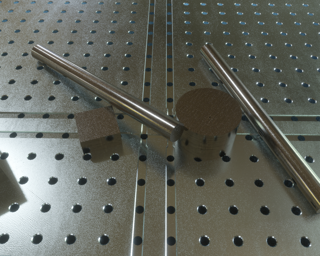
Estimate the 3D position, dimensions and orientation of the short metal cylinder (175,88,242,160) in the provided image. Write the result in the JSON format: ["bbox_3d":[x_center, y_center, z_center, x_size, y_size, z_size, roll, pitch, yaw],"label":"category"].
[{"bbox_3d":[0.059,-0.006,0.397,0.081,0.050,0.080,0,50,0],"label":"short metal cylinder"}]

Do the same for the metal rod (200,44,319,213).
[{"bbox_3d":[0.130,-0.022,0.426,0.025,0.025,0.300,-16,52,-13],"label":"metal rod"}]

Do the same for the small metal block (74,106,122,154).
[{"bbox_3d":[-0.081,0.001,0.406,0.050,0.025,0.050,-14,52,-11],"label":"small metal block"}]

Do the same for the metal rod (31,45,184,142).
[{"bbox_3d":[-0.090,-0.060,0.434,0.300,0.025,0.025,31,56,31],"label":"metal rod"}]

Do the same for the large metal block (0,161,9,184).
[{"bbox_3d":[-0.237,0.039,0.357,0.081,0.050,0.080,-29,56,-22],"label":"large metal block"}]
